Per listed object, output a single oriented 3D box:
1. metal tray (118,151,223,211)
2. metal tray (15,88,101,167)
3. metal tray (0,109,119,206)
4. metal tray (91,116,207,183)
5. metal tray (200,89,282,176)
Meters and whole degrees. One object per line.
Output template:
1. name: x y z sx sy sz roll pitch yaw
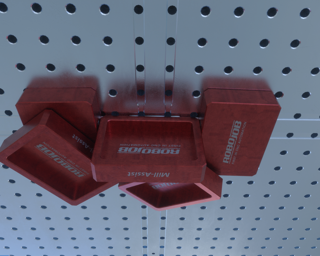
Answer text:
1. metal tray: 0.013 0.082 0.454 0.130 0.030 0.090 -24 129 40
2. metal tray: -0.125 0.009 0.414 0.091 0.030 0.129 -1 131 0
3. metal tray: -0.127 0.044 0.403 0.090 0.030 0.130 -31 125 23
4. metal tray: -0.013 0.024 0.388 0.131 0.090 0.030 1 130 -2
5. metal tray: 0.097 0.011 0.418 0.091 0.030 0.129 2 130 -3
